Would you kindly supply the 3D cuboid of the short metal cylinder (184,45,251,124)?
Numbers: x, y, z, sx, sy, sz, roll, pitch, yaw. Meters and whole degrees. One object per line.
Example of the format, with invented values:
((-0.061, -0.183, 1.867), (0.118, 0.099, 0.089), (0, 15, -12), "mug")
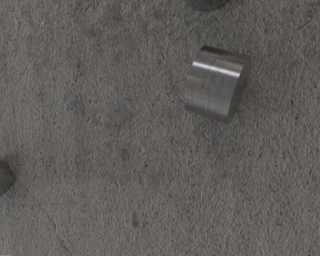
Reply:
((0.067, -0.050, 0.356), (0.050, 0.080, 0.080), (20, 97, 19), "short metal cylinder")

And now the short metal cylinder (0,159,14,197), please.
((-0.277, 0.082, 0.478), (0.080, 0.080, 0.050), (-46, 76, 14), "short metal cylinder")

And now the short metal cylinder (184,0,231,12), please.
((0.054, -0.190, 0.376), (0.080, 0.050, 0.080), (0, 90, 20), "short metal cylinder")
